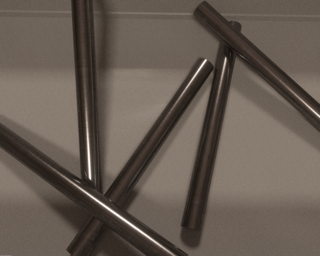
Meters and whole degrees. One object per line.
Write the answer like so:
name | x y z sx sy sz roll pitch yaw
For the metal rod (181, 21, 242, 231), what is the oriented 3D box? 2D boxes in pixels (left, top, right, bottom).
metal rod | 0.074 -0.017 0.416 0.025 0.025 0.299 14 70 4

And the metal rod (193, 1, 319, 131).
metal rod | 0.161 -0.064 0.417 0.025 0.025 0.300 -43 82 -14

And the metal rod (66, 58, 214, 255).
metal rod | -0.016 0.028 0.399 0.025 0.025 0.300 31 73 10

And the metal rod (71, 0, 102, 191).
metal rod | -0.089 -0.072 0.372 0.025 0.025 0.298 -2 94 -1

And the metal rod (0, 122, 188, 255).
metal rod | -0.102 0.069 0.361 0.301 0.025 0.025 30 72 18
